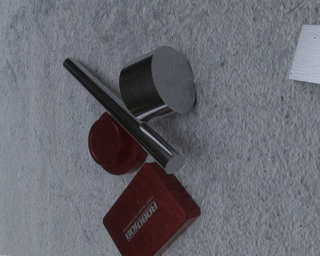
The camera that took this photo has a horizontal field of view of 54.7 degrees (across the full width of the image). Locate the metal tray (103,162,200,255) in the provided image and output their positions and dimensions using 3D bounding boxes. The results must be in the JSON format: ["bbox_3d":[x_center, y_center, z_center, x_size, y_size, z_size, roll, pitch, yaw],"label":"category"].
[{"bbox_3d":[-0.017,0.119,0.414,0.090,0.030,0.129,51,119,27],"label":"metal tray"}]

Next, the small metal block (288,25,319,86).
[{"bbox_3d":[0.152,-0.064,0.279,0.050,0.025,0.050,19,102,38],"label":"small metal block"}]

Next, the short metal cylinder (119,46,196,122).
[{"bbox_3d":[-0.001,-0.051,0.369,0.050,0.081,0.080,-15,80,38],"label":"short metal cylinder"}]

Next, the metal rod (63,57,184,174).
[{"bbox_3d":[-0.069,-0.035,0.429,0.300,0.025,0.025,41,115,42],"label":"metal rod"}]

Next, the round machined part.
[{"bbox_3d":[-0.066,0.020,0.446,0.098,0.042,0.097,0,90,39],"label":"round machined part"}]
